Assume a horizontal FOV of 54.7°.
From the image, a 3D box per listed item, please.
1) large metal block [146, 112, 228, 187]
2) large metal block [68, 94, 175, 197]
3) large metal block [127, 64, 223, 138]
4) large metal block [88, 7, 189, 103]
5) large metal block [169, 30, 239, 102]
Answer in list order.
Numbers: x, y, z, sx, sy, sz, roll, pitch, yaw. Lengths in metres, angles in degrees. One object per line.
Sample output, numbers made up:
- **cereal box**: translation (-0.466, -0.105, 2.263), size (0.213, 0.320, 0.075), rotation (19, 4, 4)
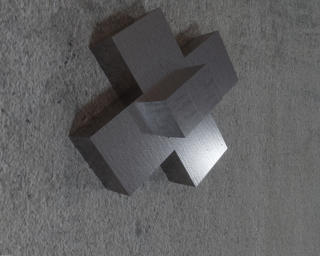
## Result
- **large metal block**: translation (0.037, 0.020, 0.422), size (0.080, 0.050, 0.080), rotation (-44, 117, -31)
- **large metal block**: translation (-0.041, 0.018, 0.356), size (0.080, 0.050, 0.080), rotation (-44, 117, -31)
- **large metal block**: translation (0.016, -0.033, 0.385), size (0.080, 0.080, 0.050), rotation (-44, 117, -31)
- **large metal block**: translation (-0.023, -0.085, 0.371), size (0.080, 0.050, 0.080), rotation (-44, 117, -31)
- **large metal block**: translation (0.057, -0.079, 0.439), size (0.080, 0.050, 0.080), rotation (-44, 117, -31)
